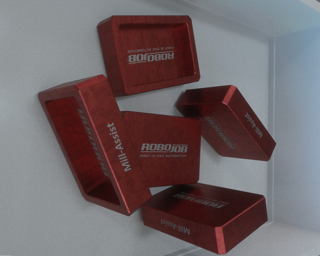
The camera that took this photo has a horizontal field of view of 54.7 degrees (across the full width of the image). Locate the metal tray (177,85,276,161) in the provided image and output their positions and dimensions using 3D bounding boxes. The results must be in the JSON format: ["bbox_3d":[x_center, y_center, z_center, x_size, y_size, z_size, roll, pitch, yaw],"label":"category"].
[{"bbox_3d":[0.096,-0.004,0.444,0.130,0.090,0.030,45,63,-31],"label":"metal tray"}]

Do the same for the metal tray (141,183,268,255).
[{"bbox_3d":[0.050,0.101,0.379,0.091,0.130,0.030,-17,101,-40],"label":"metal tray"}]

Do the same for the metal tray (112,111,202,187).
[{"bbox_3d":[-0.003,0.028,0.399,0.131,0.030,0.089,4,87,-40],"label":"metal tray"}]

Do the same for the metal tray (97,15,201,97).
[{"bbox_3d":[-0.008,-0.094,0.396,0.131,0.030,0.089,-17,101,-39],"label":"metal tray"}]

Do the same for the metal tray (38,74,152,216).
[{"bbox_3d":[-0.066,0.017,0.308,0.030,0.090,0.129,-31,110,-37],"label":"metal tray"}]
